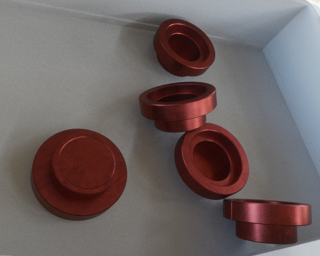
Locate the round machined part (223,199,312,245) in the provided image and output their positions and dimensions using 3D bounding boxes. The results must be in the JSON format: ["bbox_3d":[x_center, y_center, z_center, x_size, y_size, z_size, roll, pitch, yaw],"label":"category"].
[{"bbox_3d":[0.124,0.108,0.364,0.099,0.098,0.042,7,79,-25],"label":"round machined part"}]

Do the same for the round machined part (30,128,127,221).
[{"bbox_3d":[-0.081,0.043,0.325,0.099,0.042,0.098,14,56,-21],"label":"round machined part"}]

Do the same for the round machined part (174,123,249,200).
[{"bbox_3d":[0.062,0.046,0.400,0.099,0.042,0.098,14,56,-21],"label":"round machined part"}]

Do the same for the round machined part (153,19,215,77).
[{"bbox_3d":[0.034,-0.120,0.486,0.099,0.042,0.098,14,56,-21],"label":"round machined part"}]

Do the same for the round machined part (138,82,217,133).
[{"bbox_3d":[0.024,-0.026,0.401,0.099,0.098,0.042,-26,118,-37],"label":"round machined part"}]
